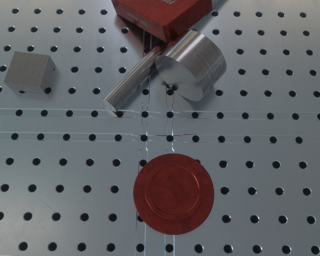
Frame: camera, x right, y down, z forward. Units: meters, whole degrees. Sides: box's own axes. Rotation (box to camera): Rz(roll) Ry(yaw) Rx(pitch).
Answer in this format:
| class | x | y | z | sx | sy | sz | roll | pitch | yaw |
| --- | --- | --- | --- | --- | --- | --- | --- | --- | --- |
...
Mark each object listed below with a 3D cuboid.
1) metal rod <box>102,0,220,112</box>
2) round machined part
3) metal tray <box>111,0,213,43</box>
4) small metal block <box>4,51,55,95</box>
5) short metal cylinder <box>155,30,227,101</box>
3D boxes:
| class | x | y | z | sx | sy | sz | roll | pitch | yaw |
| --- | --- | --- | --- | --- | --- | --- | --- | --- | --- |
| metal rod | 0.025 | -0.140 | 0.462 | 0.025 | 0.025 | 0.301 | 37 | 74 | 12 |
| round machined part | 0.017 | 0.078 | 0.374 | 0.099 | 0.042 | 0.098 | 0 | 70 | 0 |
| metal tray | 0.000 | -0.185 | 0.455 | 0.090 | 0.030 | 0.130 | -41 | 56 | -14 |
| small metal block | -0.183 | -0.078 | 0.439 | 0.050 | 0.025 | 0.050 | 8 | 70 | 3 |
| short metal cylinder | 0.040 | -0.082 | 0.413 | 0.080 | 0.080 | 0.050 | 39 | 75 | 13 |
